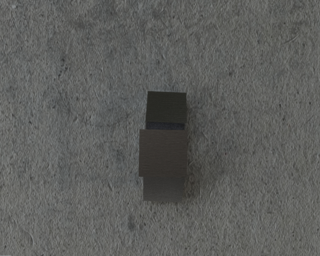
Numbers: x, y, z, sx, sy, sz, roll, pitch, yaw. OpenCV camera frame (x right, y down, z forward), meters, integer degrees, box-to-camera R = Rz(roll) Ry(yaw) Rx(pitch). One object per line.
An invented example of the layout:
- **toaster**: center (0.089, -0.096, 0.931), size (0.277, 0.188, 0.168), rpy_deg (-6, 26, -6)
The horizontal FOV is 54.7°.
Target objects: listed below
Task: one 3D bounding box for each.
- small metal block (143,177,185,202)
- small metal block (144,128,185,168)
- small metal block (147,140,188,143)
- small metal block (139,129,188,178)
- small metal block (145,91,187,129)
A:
- **small metal block**: center (0.004, 0.069, 0.399), size (0.050, 0.025, 0.050), rpy_deg (2, 131, -1)
- **small metal block**: center (0.006, 0.026, 0.412), size (0.050, 0.025, 0.050), rpy_deg (2, 90, -1)
- **small metal block**: center (0.006, 0.027, 0.373), size (0.050, 0.050, 0.025), rpy_deg (2, 90, -1)
- **small metal block**: center (0.003, 0.027, 0.336), size (0.050, 0.025, 0.050), rpy_deg (1, 90, -1)
- **small metal block**: center (0.008, -0.020, 0.399), size (0.050, 0.025, 0.050), rpy_deg (3, 54, 0)
